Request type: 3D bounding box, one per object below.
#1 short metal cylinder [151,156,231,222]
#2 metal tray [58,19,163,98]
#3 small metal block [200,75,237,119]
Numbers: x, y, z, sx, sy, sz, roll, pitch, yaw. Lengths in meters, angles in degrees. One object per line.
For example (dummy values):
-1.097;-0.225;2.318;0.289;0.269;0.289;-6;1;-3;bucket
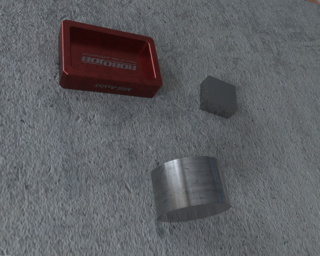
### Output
0.033;0.070;0.344;0.081;0.080;0.050;5;60;-26;short metal cylinder
-0.067;-0.091;0.420;0.131;0.030;0.090;4;60;-26;metal tray
0.090;-0.048;0.481;0.050;0.025;0.050;18;55;-18;small metal block
